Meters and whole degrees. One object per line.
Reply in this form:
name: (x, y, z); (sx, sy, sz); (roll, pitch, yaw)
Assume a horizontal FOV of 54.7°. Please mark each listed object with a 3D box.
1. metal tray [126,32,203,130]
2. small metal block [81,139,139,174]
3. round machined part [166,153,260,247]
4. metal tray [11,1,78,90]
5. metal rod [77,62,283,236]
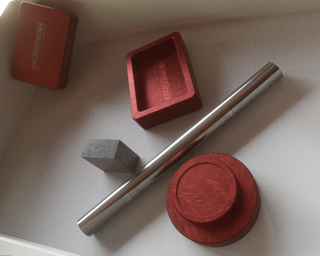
metal tray: (0.002, -0.070, 0.443); (0.090, 0.030, 0.130); (-21, 54, 15)
small metal block: (-0.063, 0.037, 0.399); (0.050, 0.050, 0.025); (0, 62, 28)
round machined part: (0.051, 0.070, 0.324); (0.098, 0.042, 0.098); (-13, 56, 20)
metal tray: (-0.197, -0.138, 0.526); (0.090, 0.030, 0.129); (16, 103, 10)
metal rod: (0.024, 0.026, 0.376); (0.300, 0.025, 0.025); (-40, 51, 1)
